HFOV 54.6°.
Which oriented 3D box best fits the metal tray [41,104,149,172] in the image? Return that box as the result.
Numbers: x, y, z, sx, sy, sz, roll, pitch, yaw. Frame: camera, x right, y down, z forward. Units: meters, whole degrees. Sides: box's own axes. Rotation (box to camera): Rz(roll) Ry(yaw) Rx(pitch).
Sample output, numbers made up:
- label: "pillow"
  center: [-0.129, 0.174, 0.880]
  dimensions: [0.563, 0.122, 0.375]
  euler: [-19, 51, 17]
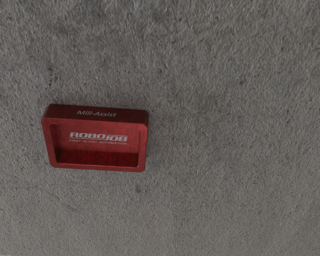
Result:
- label: "metal tray"
  center: [-0.083, 0.016, 0.416]
  dimensions: [0.131, 0.030, 0.089]
  euler: [4, 130, -3]
